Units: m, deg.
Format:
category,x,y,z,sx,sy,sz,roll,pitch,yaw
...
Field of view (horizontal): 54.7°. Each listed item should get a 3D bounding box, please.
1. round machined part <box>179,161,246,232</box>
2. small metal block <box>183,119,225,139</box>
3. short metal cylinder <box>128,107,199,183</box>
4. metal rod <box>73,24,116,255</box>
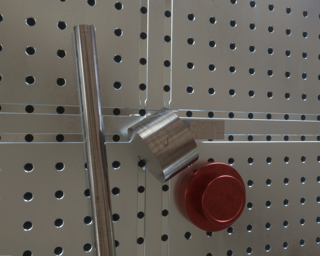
category,x,y,z,sx,sy,sz,roll,pitch,yaw
round machined part,0.080,0.098,0.435,0.099,0.042,0.097,0,90,-21
small metal block,0.052,0.002,0.420,0.050,0.050,0.025,1,90,-20
short metal cylinder,0.003,0.021,0.386,0.050,0.080,0.080,-32,101,-17
metal rod,-0.080,0.026,0.383,0.025,0.025,0.298,-6,92,-20
